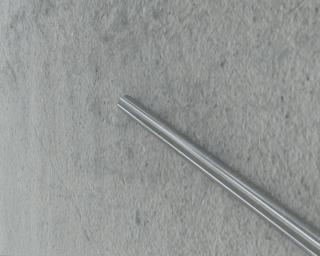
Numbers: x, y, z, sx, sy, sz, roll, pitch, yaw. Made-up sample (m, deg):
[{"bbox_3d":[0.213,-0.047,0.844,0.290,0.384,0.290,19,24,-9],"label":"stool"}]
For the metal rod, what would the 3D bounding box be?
[{"bbox_3d":[0.050,0.038,0.361,0.300,0.025,0.025,36,112,33],"label":"metal rod"}]
